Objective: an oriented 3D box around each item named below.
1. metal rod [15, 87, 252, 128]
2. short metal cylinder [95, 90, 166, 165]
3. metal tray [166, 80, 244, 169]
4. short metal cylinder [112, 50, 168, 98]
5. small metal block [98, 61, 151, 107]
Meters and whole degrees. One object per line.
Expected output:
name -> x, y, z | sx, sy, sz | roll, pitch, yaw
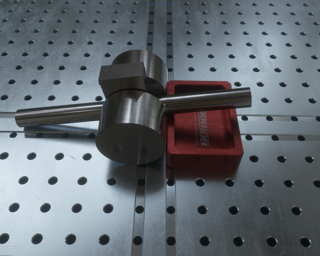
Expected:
metal rod -> -0.039, -0.025, 0.398 | 0.301, 0.025, 0.025 | -5, 50, 7
short metal cylinder -> -0.033, 0.001, 0.370 | 0.080, 0.080, 0.050 | 1, 50, 1
metal tray -> 0.054, -0.009, 0.412 | 0.091, 0.030, 0.130 | 1, 50, 1
short metal cylinder -> -0.030, -0.058, 0.418 | 0.081, 0.080, 0.050 | 1, 50, 0
small metal block -> -0.040, -0.049, 0.371 | 0.050, 0.050, 0.025 | -5, 50, 7
